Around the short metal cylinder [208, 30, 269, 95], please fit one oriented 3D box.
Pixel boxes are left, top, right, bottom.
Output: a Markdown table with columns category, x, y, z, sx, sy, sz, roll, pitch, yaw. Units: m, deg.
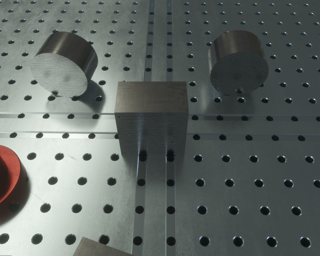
| category | x | y | z | sx | sy | sz | roll | pitch | yaw |
| --- | --- | --- | --- | --- | --- | --- | --- | --- | --- |
| short metal cylinder | 0.112 | -0.094 | 0.451 | 0.080 | 0.080 | 0.050 | 2 | 50 | 1 |

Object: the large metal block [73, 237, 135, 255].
| category | x | y | z | sx | sy | sz | roll | pitch | yaw |
| --- | --- | --- | --- | --- | --- | --- | --- | --- | --- |
| large metal block | -0.032 | 0.140 | 0.254 | 0.080 | 0.080 | 0.050 | 15 | 52 | 12 |

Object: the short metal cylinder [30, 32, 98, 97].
| category | x | y | z | sx | sy | sz | roll | pitch | yaw |
| --- | --- | --- | --- | --- | --- | --- | --- | --- | --- |
| short metal cylinder | -0.136 | -0.090 | 0.447 | 0.080 | 0.080 | 0.050 | 7 | 51 | 6 |

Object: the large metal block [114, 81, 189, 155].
| category | x | y | z | sx | sy | sz | roll | pitch | yaw |
| --- | --- | --- | --- | --- | --- | --- | --- | --- | --- |
| large metal block | -0.009 | -0.010 | 0.381 | 0.081 | 0.080 | 0.050 | 0 | 50 | 0 |

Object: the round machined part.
| category | x | y | z | sx | sy | sz | roll | pitch | yaw |
| --- | --- | --- | --- | --- | --- | --- | --- | --- | --- |
| round machined part | -0.207 | 0.056 | 0.348 | 0.099 | 0.042 | 0.098 | 0 | 50 | 0 |
